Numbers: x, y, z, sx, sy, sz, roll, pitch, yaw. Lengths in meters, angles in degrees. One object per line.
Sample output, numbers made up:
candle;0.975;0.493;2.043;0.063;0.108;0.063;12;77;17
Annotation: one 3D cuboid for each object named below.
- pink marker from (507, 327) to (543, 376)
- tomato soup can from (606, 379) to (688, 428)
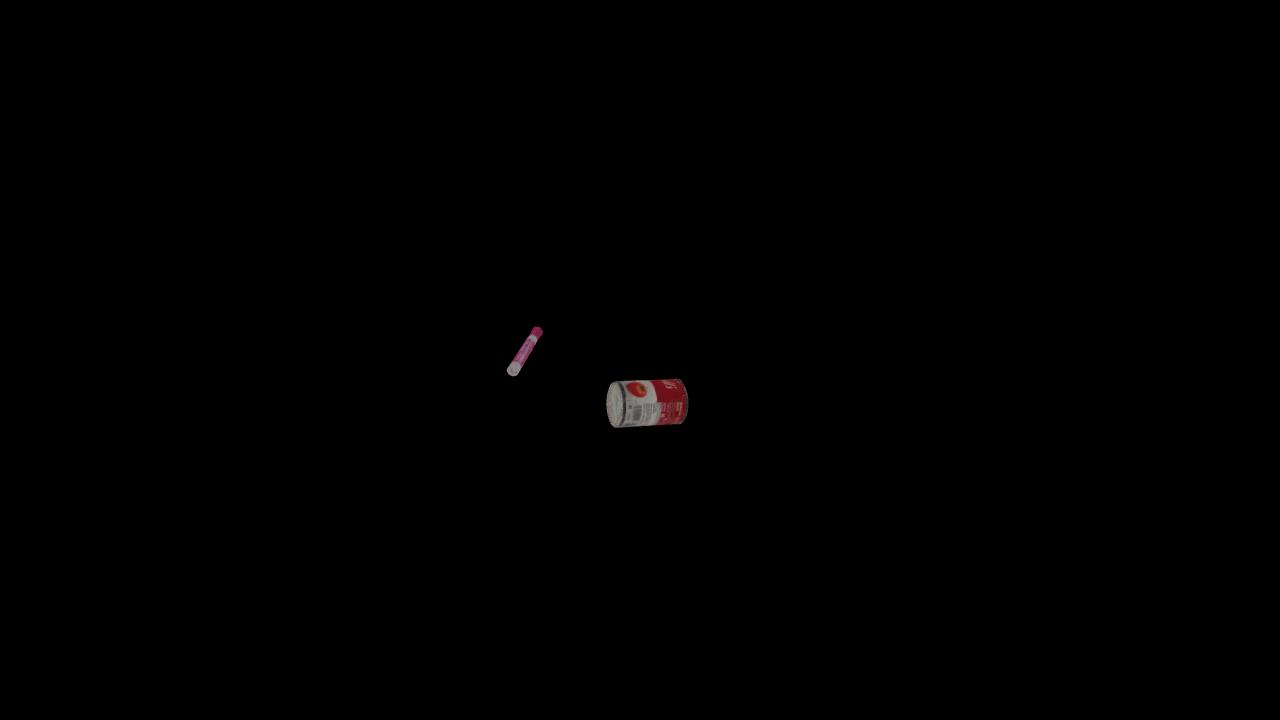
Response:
pink marker;-0.186;-0.017;1.003;0.020;0.020;0.121;0;36;15
tomato soup can;0.009;0.062;0.881;0.101;0.068;0.068;-2;1;-23
